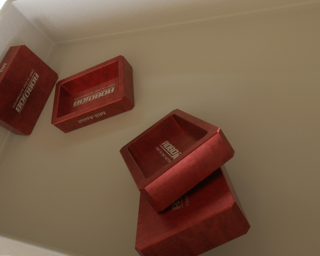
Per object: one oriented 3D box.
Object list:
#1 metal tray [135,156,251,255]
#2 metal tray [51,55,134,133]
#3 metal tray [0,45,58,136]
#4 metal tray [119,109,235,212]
[{"bbox_3d":[0.025,0.067,0.305,0.090,0.030,0.130,-28,18,10],"label":"metal tray"},{"bbox_3d":[-0.107,-0.053,0.491,0.130,0.030,0.090,-18,55,17],"label":"metal tray"},{"bbox_3d":[-0.238,-0.063,0.527,0.030,0.090,0.130,3,63,30],"label":"metal tray"},{"bbox_3d":[0.010,0.025,0.333,0.090,0.030,0.130,-36,18,-6],"label":"metal tray"}]
